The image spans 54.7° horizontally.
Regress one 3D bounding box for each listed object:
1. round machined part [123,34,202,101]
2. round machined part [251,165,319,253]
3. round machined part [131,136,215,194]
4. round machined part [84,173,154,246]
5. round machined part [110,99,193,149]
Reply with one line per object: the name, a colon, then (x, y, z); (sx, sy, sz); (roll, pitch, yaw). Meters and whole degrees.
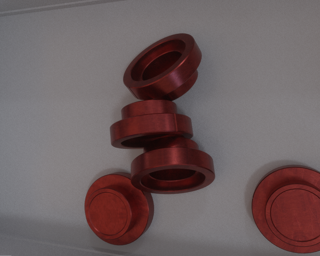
round machined part: (0.007, -0.068, 0.380); (0.098, 0.098, 0.042); (-25, 126, 18)
round machined part: (0.154, 0.092, 0.347); (0.098, 0.042, 0.097); (0, 90, 19)
round machined part: (0.014, 0.044, 0.372); (0.098, 0.098, 0.042); (-14, 58, 19)
round machined part: (-0.061, 0.112, 0.422); (0.098, 0.042, 0.097); (0, 90, 19)
round machined part: (-0.011, -0.005, 0.376); (0.098, 0.098, 0.042); (-11, 76, 19)
